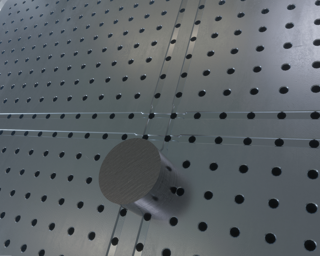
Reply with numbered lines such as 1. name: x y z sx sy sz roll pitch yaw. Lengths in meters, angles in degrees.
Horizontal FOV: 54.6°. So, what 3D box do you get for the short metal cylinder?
1. short metal cylinder: -0.025 0.059 0.370 0.080 0.050 0.080 -13 56 21
